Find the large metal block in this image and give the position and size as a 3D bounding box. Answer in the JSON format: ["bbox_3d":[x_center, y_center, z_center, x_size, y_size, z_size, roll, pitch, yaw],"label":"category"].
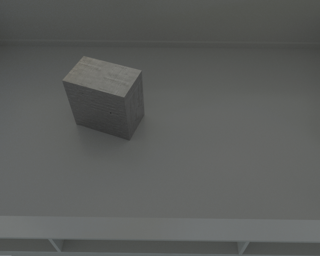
[{"bbox_3d":[-0.068,-0.037,0.401,0.080,0.080,0.050,16,52,13],"label":"large metal block"}]
